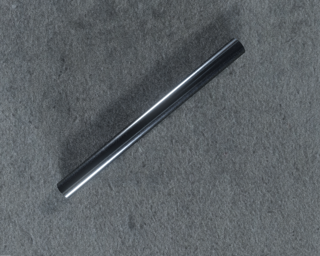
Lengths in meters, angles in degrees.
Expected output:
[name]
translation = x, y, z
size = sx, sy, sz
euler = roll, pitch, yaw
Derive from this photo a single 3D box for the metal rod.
[metal rod]
translation = -0.011, -0.014, 0.409
size = 0.300, 0.025, 0.025
euler = -40, 91, -1
